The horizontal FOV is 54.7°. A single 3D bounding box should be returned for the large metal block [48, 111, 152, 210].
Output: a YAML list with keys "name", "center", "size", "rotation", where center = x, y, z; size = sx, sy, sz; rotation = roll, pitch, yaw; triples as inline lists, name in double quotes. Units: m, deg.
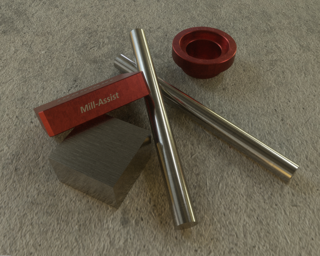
- name: "large metal block"
  center: [-0.065, 0.033, 0.358]
  size: [0.080, 0.050, 0.080]
  rotation: [21, 53, 16]

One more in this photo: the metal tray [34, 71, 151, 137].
- name: "metal tray"
  center: [-0.088, -0.034, 0.395]
  size: [0.131, 0.030, 0.090]
  rotation: [-26, 17, -21]

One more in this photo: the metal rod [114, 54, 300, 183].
- name: "metal rod"
  center: [0.046, -0.026, 0.425]
  size: [0.300, 0.025, 0.025]
  rotation: [36, 59, 26]

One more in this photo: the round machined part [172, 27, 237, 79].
- name: "round machined part"
  center: [0.068, -0.115, 0.490]
  size: [0.099, 0.042, 0.098]
  rotation: [0, 50, 0]

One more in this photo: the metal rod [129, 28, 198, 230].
- name: "metal rod"
  center: [-0.004, -0.022, 0.399]
  size: [0.025, 0.025, 0.299]
  rotation: [-9, 57, -8]
